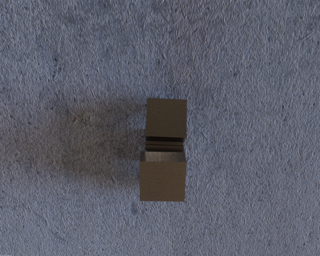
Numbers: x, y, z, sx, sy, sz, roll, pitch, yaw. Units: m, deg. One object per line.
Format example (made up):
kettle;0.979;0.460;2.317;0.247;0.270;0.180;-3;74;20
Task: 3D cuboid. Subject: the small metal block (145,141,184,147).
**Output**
small metal block;0.005;0.029;0.423;0.050;0.025;0.050;2;110;-2

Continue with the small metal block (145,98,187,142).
small metal block;0.008;-0.010;0.395;0.050;0.025;0.050;3;74;-1

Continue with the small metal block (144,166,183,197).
small metal block;0.004;0.074;0.425;0.050;0.025;0.050;2;151;-1

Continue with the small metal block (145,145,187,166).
small metal block;0.005;0.043;0.386;0.050;0.050;0.025;2;110;-1

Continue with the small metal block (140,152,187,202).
small metal block;0.003;0.055;0.351;0.050;0.025;0.050;1;110;-1
